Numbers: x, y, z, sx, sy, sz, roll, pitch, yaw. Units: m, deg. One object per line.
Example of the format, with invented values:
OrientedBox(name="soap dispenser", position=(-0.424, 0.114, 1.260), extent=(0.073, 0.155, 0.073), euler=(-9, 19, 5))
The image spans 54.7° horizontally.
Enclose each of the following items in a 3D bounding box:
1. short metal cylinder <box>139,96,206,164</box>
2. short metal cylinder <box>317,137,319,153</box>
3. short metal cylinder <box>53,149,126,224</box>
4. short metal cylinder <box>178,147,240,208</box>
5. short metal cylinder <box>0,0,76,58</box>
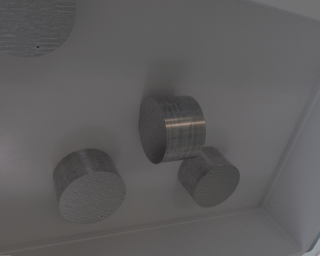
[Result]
OrientedBox(name="short metal cylinder", position=(0.013, 0.001, 0.380), extent=(0.050, 0.080, 0.079), euler=(-6, 121, -25))
OrientedBox(name="short metal cylinder", position=(0.361, 0.031, 0.611), extent=(0.081, 0.050, 0.079), euler=(-14, 124, -21))
OrientedBox(name="short metal cylinder", position=(-0.089, 0.073, 0.389), extent=(0.081, 0.050, 0.079), euler=(-14, 124, -21))
OrientedBox(name="short metal cylinder", position=(0.075, 0.076, 0.480), extent=(0.081, 0.050, 0.079), euler=(-14, 124, -21))
OrientedBox(name="short metal cylinder", position=(-0.117, -0.106, 0.262), extent=(0.081, 0.050, 0.079), euler=(-14, 124, -21))
